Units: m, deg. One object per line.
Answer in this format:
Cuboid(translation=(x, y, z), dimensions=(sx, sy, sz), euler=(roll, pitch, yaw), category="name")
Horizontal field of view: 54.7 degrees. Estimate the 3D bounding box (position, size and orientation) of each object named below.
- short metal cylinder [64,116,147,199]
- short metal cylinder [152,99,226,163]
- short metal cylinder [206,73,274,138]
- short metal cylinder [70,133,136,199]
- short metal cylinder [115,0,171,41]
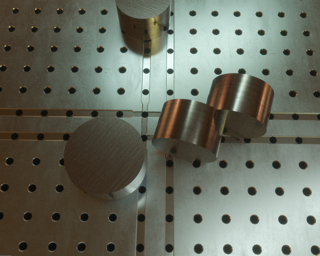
Cuboid(translation=(-0.055, 0.034, 0.332), dimensions=(0.081, 0.050, 0.080), euler=(0, 70, 0), category="short metal cylinder")
Cuboid(translation=(0.035, 0.005, 0.381), dimensions=(0.080, 0.080, 0.050), euler=(15, 71, 5), category="short metal cylinder")
Cuboid(translation=(0.098, -0.026, 0.393), dimensions=(0.080, 0.080, 0.050), euler=(17, 71, 6), category="short metal cylinder")
Cuboid(translation=(-0.068, 0.045, 0.381), dimensions=(0.081, 0.050, 0.080), euler=(0, 70, 0), category="short metal cylinder")
Cuboid(translation=(-0.024, -0.180, 0.464), dimensions=(0.081, 0.050, 0.080), euler=(0, 70, 0), category="short metal cylinder")
